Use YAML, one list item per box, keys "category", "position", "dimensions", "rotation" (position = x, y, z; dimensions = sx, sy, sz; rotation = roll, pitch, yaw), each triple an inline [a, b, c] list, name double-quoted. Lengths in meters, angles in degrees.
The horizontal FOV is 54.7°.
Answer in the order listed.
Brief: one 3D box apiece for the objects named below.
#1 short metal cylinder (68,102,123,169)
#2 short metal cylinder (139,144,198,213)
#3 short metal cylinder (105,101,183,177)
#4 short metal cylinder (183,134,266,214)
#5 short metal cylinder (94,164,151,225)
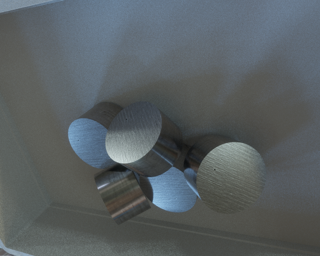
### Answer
- category: "short metal cylinder"
  position: [-0.080, 0.010, 0.436]
  dimensions: [0.080, 0.050, 0.079]
  rotation: [13, 124, 20]
- category: "short metal cylinder"
  position: [0.020, 0.067, 0.420]
  dimensions: [0.080, 0.050, 0.079]
  rotation: [13, 124, 20]
- category: "short metal cylinder"
  position: [-0.019, 0.014, 0.379]
  dimensions: [0.080, 0.080, 0.050]
  rotation: [-8, 150, 31]
- category: "short metal cylinder"
  position: [0.073, 0.051, 0.356]
  dimensions: [0.081, 0.050, 0.079]
  rotation: [-2, 98, -11]
- category: "short metal cylinder"
  position: [-0.053, 0.090, 0.445]
  dimensions: [0.050, 0.080, 0.080]
  rotation: [-27, 109, -7]
